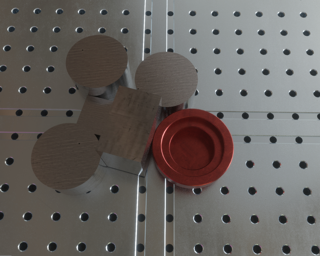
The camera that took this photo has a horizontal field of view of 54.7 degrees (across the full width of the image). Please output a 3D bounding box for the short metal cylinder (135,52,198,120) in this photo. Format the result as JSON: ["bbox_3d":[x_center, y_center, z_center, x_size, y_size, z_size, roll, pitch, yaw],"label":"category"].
[{"bbox_3d":[0.008,-0.055,0.418,0.081,0.050,0.080,0,70,0],"label":"short metal cylinder"}]

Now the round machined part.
[{"bbox_3d":[0.040,0.028,0.392,0.099,0.042,0.098,0,70,0],"label":"round machined part"}]

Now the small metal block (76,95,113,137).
[{"bbox_3d":[-0.079,-0.011,0.415,0.050,0.025,0.050,14,71,5],"label":"small metal block"}]

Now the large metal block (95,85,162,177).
[{"bbox_3d":[-0.033,0.007,0.376,0.050,0.080,0.080,15,71,5],"label":"large metal block"}]

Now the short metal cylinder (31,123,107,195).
[{"bbox_3d":[-0.109,0.040,0.383,0.081,0.050,0.080,0,70,0],"label":"short metal cylinder"}]

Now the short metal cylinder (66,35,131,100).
[{"bbox_3d":[-0.082,-0.080,0.426,0.081,0.050,0.080,0,70,0],"label":"short metal cylinder"}]
